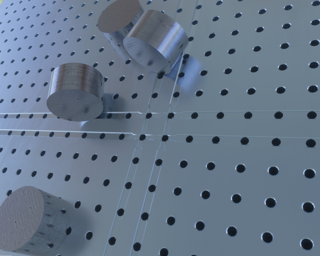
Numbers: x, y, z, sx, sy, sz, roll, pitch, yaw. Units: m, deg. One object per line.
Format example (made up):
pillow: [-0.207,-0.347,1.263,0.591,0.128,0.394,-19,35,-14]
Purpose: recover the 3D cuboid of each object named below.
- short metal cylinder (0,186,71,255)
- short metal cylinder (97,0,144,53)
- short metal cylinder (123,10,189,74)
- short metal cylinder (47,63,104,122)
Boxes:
short metal cylinder: [-0.165,0.122,0.402,0.080,0.050,0.080,-13,56,21]
short metal cylinder: [-0.058,-0.175,0.528,0.080,0.050,0.080,-13,56,20]
short metal cylinder: [-0.006,-0.123,0.450,0.080,0.080,0.050,23,74,36]
short metal cylinder: [-0.126,-0.052,0.469,0.080,0.080,0.050,-16,55,18]
